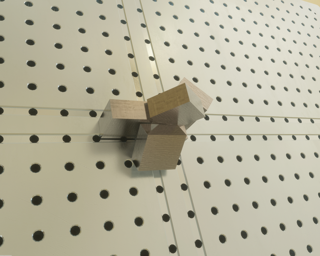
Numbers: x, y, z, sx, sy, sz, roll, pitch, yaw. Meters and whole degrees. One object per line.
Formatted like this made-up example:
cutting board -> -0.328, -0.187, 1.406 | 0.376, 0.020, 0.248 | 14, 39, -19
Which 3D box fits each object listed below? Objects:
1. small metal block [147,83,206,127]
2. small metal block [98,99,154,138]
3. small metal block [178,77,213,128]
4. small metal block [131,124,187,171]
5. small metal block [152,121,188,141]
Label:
small metal block -> 0.020, -0.024, 0.372 | 0.050, 0.050, 0.025 | 34, 39, -56
small metal block -> -0.042, -0.010, 0.374 | 0.050, 0.050, 0.025 | 1, 62, -27
small metal block -> 0.037, -0.034, 0.432 | 0.050, 0.050, 0.025 | 37, 50, -4
small metal block -> -0.002, 0.023, 0.373 | 0.050, 0.050, 0.025 | 1, 30, -27
small metal block -> 0.004, -0.003, 0.411 | 0.050, 0.025, 0.050 | 2, 61, -28
